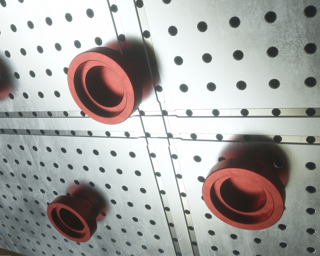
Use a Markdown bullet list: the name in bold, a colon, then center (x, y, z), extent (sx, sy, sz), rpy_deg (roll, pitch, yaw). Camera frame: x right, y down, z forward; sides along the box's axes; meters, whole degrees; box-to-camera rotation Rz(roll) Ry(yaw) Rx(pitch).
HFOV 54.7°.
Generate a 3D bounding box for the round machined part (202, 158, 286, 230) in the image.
- **round machined part**: center (0.107, 0.078, 0.392), extent (0.098, 0.042, 0.097), rpy_deg (13, 124, 20)

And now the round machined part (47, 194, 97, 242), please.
- **round machined part**: center (-0.160, 0.164, 0.583), extent (0.098, 0.042, 0.097), rpy_deg (13, 124, 20)

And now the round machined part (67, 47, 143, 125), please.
- **round machined part**: center (-0.066, -0.057, 0.398), extent (0.098, 0.042, 0.097), rpy_deg (13, 124, 20)
